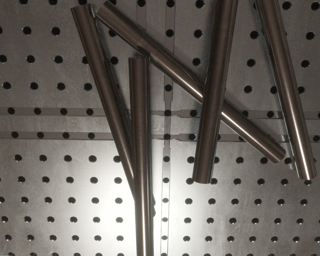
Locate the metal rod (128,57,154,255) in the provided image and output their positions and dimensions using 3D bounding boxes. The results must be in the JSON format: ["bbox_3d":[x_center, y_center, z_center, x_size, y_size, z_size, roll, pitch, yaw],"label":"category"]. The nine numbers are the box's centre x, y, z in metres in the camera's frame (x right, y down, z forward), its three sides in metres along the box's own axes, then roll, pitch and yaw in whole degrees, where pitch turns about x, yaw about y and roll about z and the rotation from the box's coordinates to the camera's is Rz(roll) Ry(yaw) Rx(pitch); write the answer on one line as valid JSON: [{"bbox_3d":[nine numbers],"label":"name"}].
[{"bbox_3d":[-0.023,0.059,0.409,0.025,0.025,0.298,-1,108,0],"label":"metal rod"}]

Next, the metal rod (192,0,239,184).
[{"bbox_3d":[0.069,-0.078,0.364,0.025,0.025,0.298,6,102,-3],"label":"metal rod"}]

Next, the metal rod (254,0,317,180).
[{"bbox_3d":[0.157,-0.064,0.391,0.025,0.025,0.299,-20,109,7],"label":"metal rod"}]

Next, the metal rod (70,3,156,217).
[{"bbox_3d":[-0.055,-0.006,0.410,0.025,0.025,0.298,-14,110,4],"label":"metal rod"}]

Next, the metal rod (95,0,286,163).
[{"bbox_3d":[0.048,-0.050,0.395,0.301,0.025,0.025,37,106,-13],"label":"metal rod"}]
